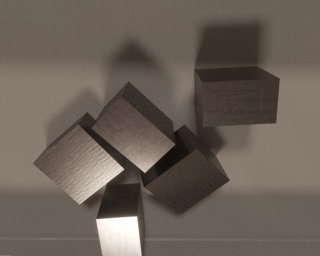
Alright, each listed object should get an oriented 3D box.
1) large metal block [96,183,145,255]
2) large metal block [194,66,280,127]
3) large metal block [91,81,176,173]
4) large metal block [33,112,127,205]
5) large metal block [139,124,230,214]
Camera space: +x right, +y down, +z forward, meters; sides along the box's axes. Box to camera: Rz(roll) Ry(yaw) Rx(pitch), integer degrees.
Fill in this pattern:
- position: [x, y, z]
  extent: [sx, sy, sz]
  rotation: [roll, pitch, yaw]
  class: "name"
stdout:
- position: [-0.051, 0.133, 0.431]
  extent: [0.050, 0.080, 0.079]
  rotation: [-4, 110, 1]
  class: "large metal block"
- position: [0.086, -0.040, 0.368]
  extent: [0.081, 0.080, 0.050]
  rotation: [-3, 110, 0]
  class: "large metal block"
- position: [-0.029, -0.004, 0.380]
  extent: [0.080, 0.080, 0.050]
  rotation: [42, 105, -14]
  class: "large metal block"
- position: [-0.102, 0.040, 0.411]
  extent: [0.080, 0.050, 0.080]
  rotation: [-39, 106, 13]
  class: "large metal block"
- position: [0.030, 0.056, 0.406]
  extent: [0.080, 0.050, 0.080]
  rotation: [-38, 126, 12]
  class: "large metal block"
